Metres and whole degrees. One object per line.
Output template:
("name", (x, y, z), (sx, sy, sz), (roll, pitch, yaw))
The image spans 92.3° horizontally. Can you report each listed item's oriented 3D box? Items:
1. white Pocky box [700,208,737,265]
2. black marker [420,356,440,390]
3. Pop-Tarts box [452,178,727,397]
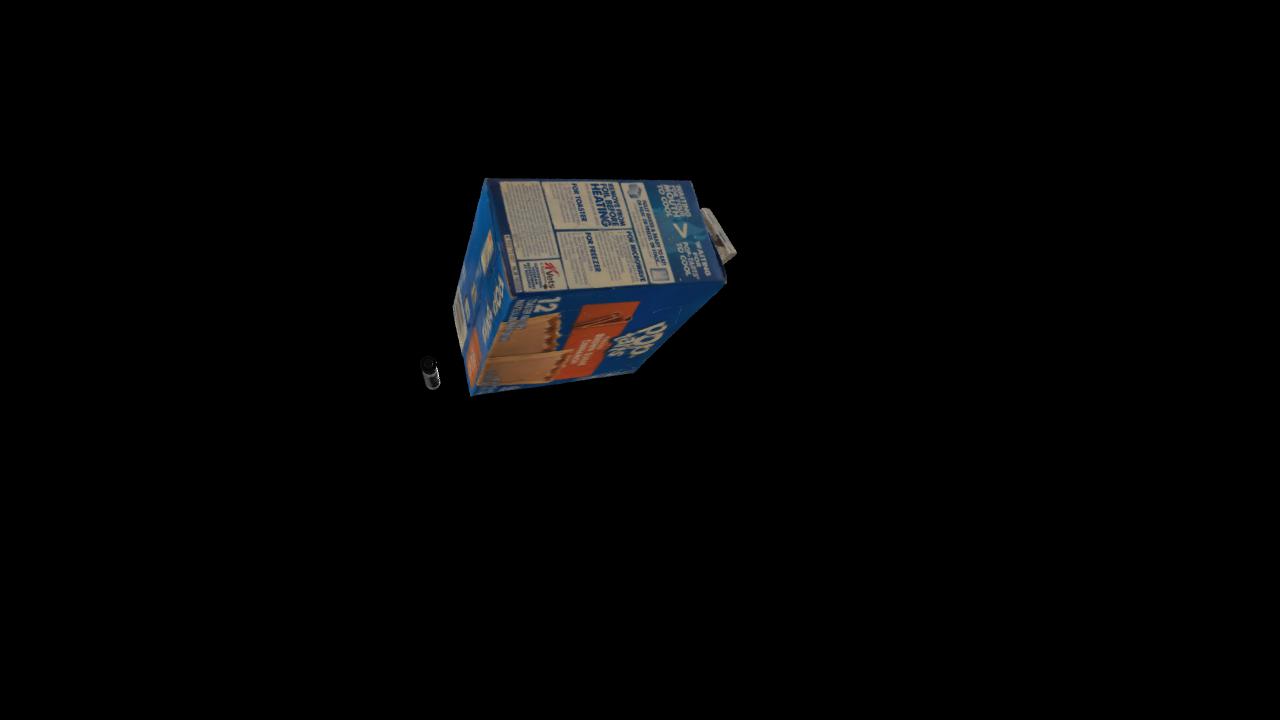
("white Pocky box", (0.063, -0.145, 0.913), (0.154, 0.084, 0.028), (-37, -14, 33))
("black marker", (-0.256, 0.017, 0.751), (0.020, 0.020, 0.121), (0, -13, -16))
("Pop-Tarts box", (-0.047, -0.045, 0.435), (0.141, 0.083, 0.167), (-8, -18, -26))
